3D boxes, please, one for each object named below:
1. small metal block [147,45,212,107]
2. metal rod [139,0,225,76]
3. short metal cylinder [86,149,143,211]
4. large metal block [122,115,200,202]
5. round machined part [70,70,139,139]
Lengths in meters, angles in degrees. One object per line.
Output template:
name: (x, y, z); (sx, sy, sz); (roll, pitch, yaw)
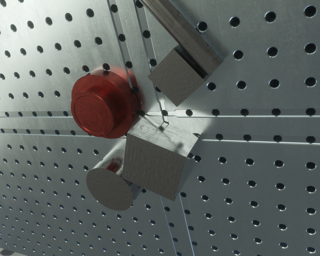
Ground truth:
small metal block: (0.022, -0.061, 0.361); (0.050, 0.025, 0.050); (45, 129, -4)
metal rod: (-0.042, -0.174, 0.323); (0.300, 0.025, 0.025); (47, 129, -5)
short metal cylinder: (-0.065, 0.080, 0.477); (0.080, 0.050, 0.079); (13, 124, 20)
large metal block: (-0.001, 0.040, 0.419); (0.080, 0.050, 0.079); (22, 126, 15)
round machined part: (-0.082, -0.027, 0.425); (0.098, 0.042, 0.097); (13, 124, 20)
